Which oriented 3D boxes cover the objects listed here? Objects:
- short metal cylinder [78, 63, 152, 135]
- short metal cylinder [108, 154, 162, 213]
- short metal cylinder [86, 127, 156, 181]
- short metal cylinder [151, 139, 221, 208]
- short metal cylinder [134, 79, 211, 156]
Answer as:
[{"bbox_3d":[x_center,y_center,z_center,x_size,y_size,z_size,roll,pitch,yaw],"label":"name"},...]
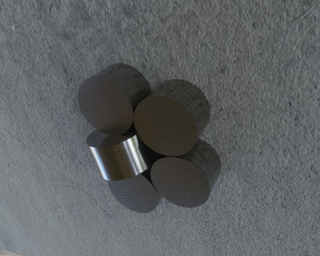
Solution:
[{"bbox_3d":[-0.057,-0.037,0.399,0.080,0.050,0.079,14,125,21],"label":"short metal cylinder"},{"bbox_3d":[-0.028,0.077,0.455,0.080,0.050,0.079,14,125,21],"label":"short metal cylinder"},{"bbox_3d":[-0.051,0.026,0.416,0.080,0.080,0.050,-3,117,29],"label":"short metal cylinder"},{"bbox_3d":[0.035,0.057,0.409,0.080,0.050,0.079,14,125,21],"label":"short metal cylinder"},{"bbox_3d":[0.015,-0.013,0.375,0.080,0.050,0.079,13,125,20],"label":"short metal cylinder"}]
